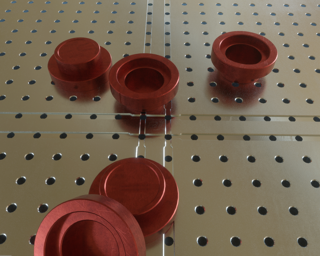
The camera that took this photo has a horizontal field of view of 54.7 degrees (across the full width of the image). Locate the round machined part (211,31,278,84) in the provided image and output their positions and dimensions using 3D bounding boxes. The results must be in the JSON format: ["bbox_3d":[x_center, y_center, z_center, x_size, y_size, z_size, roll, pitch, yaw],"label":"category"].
[{"bbox_3d":[0.129,-0.108,0.489,0.099,0.042,0.098,0,50,0],"label":"round machined part"}]

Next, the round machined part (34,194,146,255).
[{"bbox_3d":[-0.060,0.109,0.283,0.098,0.042,0.097,0,89,14],"label":"round machined part"}]

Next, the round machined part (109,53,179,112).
[{"bbox_3d":[-0.022,-0.062,0.448,0.099,0.042,0.098,0,50,0],"label":"round machined part"}]

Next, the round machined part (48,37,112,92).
[{"bbox_3d":[-0.125,-0.105,0.483,0.099,0.042,0.098,0,50,0],"label":"round machined part"}]

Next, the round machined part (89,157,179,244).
[{"bbox_3d":[-0.029,0.072,0.336,0.099,0.042,0.098,0,50,0],"label":"round machined part"}]
